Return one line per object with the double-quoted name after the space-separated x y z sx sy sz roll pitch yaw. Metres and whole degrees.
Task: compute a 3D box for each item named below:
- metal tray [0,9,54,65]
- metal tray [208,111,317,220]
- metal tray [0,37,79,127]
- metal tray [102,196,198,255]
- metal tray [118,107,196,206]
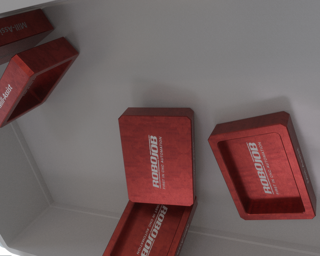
-0.208 -0.102 0.387 0.090 0.131 0.030 -21 107 36 "metal tray"
0.123 0.051 0.371 0.090 0.030 0.129 -13 112 33 "metal tray"
-0.175 -0.061 0.421 0.030 0.090 0.129 48 129 -5 "metal tray"
-0.011 0.142 0.434 0.090 0.130 0.030 15 150 20 "metal tray"
0.000 0.039 0.408 0.090 0.030 0.129 1 114 12 "metal tray"
